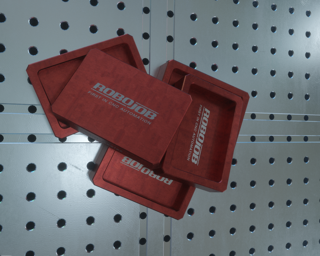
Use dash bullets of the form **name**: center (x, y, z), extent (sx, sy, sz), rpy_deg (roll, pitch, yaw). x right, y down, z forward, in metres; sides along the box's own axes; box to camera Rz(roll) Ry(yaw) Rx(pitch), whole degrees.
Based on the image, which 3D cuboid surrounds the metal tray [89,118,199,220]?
- **metal tray**: center (-0.013, 0.054, 0.405), extent (0.131, 0.030, 0.090), rpy_deg (28, 81, -18)

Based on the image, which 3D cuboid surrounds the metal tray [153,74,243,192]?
- **metal tray**: center (0.051, 0.008, 0.395), extent (0.090, 0.030, 0.130), rpy_deg (21, 71, -19)

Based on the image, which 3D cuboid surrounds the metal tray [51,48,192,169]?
- **metal tray**: center (-0.041, -0.023, 0.351), extent (0.130, 0.030, 0.090), rpy_deg (27, 72, 4)

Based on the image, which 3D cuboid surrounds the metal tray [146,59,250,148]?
- **metal tray**: center (0.052, -0.027, 0.428), extent (0.131, 0.030, 0.090), rpy_deg (20, 83, -18)

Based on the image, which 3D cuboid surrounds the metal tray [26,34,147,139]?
- **metal tray**: center (-0.081, -0.052, 0.380), extent (0.131, 0.030, 0.090), rpy_deg (-24, 98, -18)
